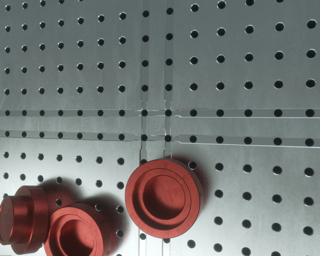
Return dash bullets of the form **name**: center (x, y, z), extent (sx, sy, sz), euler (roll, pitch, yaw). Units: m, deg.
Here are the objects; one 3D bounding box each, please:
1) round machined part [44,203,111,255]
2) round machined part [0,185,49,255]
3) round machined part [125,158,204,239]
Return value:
- **round machined part**: center (-0.113, 0.156, 0.442), extent (0.098, 0.042, 0.097), euler (0, 90, 19)
- **round machined part**: center (-0.205, 0.133, 0.452), extent (0.098, 0.042, 0.098), euler (-13, 72, 45)
- **round machined part**: center (0.008, 0.087, 0.400), extent (0.098, 0.042, 0.097), euler (0, 90, 19)
